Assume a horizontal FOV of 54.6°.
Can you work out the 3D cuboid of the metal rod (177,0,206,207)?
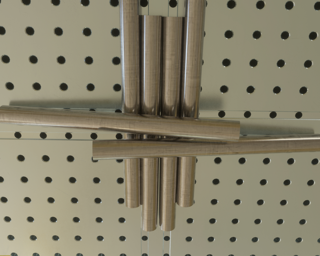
[{"bbox_3d":[0.039,-0.031,0.401,0.025,0.025,0.298,1,110,0],"label":"metal rod"}]

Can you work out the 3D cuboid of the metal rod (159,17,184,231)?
[{"bbox_3d":[0.013,0.008,0.417,0.025,0.025,0.298,1,110,0],"label":"metal rod"}]

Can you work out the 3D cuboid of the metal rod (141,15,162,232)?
[{"bbox_3d":[-0.013,0.008,0.415,0.025,0.025,0.298,1,110,-1],"label":"metal rod"}]

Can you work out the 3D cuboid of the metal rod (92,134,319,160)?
[{"bbox_3d":[0.068,0.024,0.400,0.302,0.025,0.025,-1,110,-9],"label":"metal rod"}]

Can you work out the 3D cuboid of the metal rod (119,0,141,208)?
[{"bbox_3d":[-0.037,-0.030,0.401,0.025,0.025,0.298,1,110,0],"label":"metal rod"}]

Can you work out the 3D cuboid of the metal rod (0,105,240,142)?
[{"bbox_3d":[-0.056,-0.007,0.386,0.301,0.025,0.025,4,110,8],"label":"metal rod"}]
